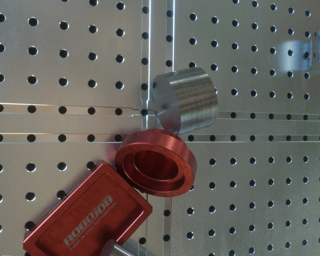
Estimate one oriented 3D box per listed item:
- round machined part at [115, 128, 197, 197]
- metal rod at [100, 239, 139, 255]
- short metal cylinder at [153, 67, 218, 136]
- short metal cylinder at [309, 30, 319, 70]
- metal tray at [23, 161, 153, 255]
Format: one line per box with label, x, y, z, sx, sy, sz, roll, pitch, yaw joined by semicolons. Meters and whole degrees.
round machined part;-0.002;0.039;0.383;0.098;0.098;0.042;39;43;-16
metal rod;0.045;0.231;0.412;0.300;0.025;0.025;41;77;-22
short metal cylinder;0.030;-0.034;0.394;0.050;0.080;0.080;-16;96;-19
short metal cylinder;0.279;-0.122;0.486;0.081;0.080;0.050;2;90;-20
metal tray;-0.085;0.116;0.378;0.130;0.030;0.090;-46;104;-14
